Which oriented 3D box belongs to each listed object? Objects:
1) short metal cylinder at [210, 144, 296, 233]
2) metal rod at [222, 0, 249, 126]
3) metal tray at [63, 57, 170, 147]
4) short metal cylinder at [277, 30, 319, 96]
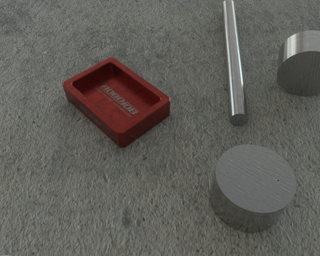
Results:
[{"bbox_3d":[0.097,0.064,0.334,0.081,0.050,0.080,0,50,0],"label":"short metal cylinder"},{"bbox_3d":[0.119,-0.125,0.509,0.025,0.025,0.300,4,50,3],"label":"metal rod"},{"bbox_3d":[-0.061,-0.041,0.433,0.091,0.030,0.130,-36,59,-27],"label":"metal tray"},{"bbox_3d":[0.213,-0.092,0.447,0.080,0.080,0.050,12,51,10],"label":"short metal cylinder"}]
